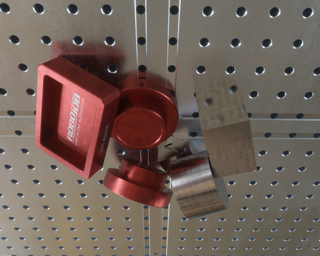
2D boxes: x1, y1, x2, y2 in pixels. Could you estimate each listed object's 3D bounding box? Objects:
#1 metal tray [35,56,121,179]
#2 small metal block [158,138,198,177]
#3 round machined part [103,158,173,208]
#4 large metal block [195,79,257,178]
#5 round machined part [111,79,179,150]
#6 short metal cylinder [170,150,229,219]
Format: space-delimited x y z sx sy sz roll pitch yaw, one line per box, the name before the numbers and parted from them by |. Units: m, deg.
metal tray | -0.104 -0.008 0.374 0.090 0.030 0.129 30 129 12
small metal block | 0.031 0.048 0.453 0.050 0.025 0.050 -23 127 18
round machined part | -0.027 0.074 0.439 0.099 0.098 0.042 21 88 -17
large metal block | 0.079 0.001 0.377 0.050 0.080 0.080 -13 129 11
round machined part | -0.026 -0.010 0.392 0.099 0.042 0.097 0 130 0
short metal cylinder | 0.053 0.073 0.406 0.050 0.080 0.080 -20 128 16
